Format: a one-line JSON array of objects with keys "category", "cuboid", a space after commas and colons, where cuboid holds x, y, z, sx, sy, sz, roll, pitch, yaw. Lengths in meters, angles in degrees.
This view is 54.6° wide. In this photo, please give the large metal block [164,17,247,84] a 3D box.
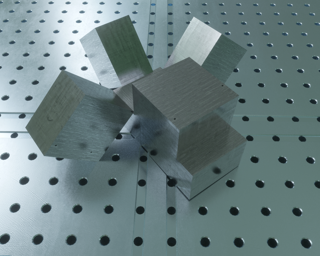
[{"category": "large metal block", "cuboid": [0.063, -0.095, 0.432, 0.050, 0.080, 0.080, 44, 23, 31]}]

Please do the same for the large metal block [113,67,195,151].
[{"category": "large metal block", "cuboid": [-0.007, -0.026, 0.414, 0.080, 0.050, 0.080, -31, 57, -23]}]

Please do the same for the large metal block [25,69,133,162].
[{"category": "large metal block", "cuboid": [-0.091, -0.010, 0.360, 0.050, 0.080, 0.080, 44, 104, 31]}]

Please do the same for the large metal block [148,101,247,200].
[{"category": "large metal block", "cuboid": [0.042, 0.024, 0.371, 0.080, 0.050, 0.080, -29, 55, -23]}]

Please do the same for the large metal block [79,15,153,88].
[{"category": "large metal block", "cuboid": [-0.064, -0.103, 0.438, 0.050, 0.080, 0.080, -31, 17, -23]}]

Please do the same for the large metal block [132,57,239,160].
[{"category": "large metal block", "cuboid": [0.026, -0.025, 0.346, 0.080, 0.050, 0.080, -29, 57, -24]}]
